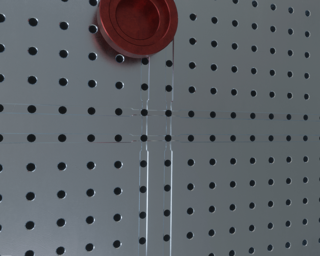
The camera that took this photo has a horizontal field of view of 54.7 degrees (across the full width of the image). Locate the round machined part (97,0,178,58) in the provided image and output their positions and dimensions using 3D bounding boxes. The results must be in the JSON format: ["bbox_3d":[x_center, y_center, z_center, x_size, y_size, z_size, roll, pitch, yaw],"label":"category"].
[{"bbox_3d":[-0.030,-0.137,0.392,0.099,0.042,0.097,0,90,-20],"label":"round machined part"}]
